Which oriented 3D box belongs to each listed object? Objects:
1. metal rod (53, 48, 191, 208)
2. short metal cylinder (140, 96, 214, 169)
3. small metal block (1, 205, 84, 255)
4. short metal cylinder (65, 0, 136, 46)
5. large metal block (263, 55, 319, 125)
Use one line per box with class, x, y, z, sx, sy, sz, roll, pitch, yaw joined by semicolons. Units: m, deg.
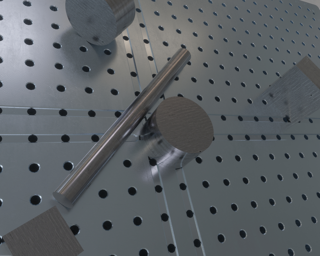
metal rod;-0.029;-0.023;0.406;0.025;0.025;0.301;38;51;-3
short metal cylinder;0.021;0.006;0.400;0.081;0.050;0.080;14;56;-21
small metal block;-0.108;0.109;0.284;0.050;0.025;0.050;-29;78;-37
short metal cylinder;-0.081;-0.162;0.428;0.080;0.080;0.050;37;51;-4
large metal block;0.247;-0.065;0.546;0.080;0.080;0.050;48;51;5
